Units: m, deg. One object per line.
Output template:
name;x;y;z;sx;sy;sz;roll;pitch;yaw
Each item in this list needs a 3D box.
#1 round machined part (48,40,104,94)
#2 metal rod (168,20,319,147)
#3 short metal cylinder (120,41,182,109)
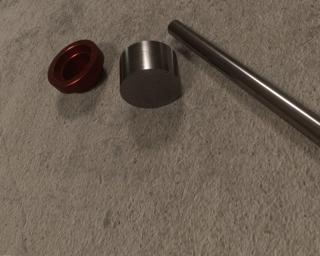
round machined part;-0.136;-0.098;0.522;0.098;0.042;0.098;-13;56;20
metal rod;0.099;-0.070;0.393;0.025;0.025;0.300;-41;51;0
short metal cylinder;-0.014;-0.070;0.417;0.080;0.080;0.050;-18;55;18
